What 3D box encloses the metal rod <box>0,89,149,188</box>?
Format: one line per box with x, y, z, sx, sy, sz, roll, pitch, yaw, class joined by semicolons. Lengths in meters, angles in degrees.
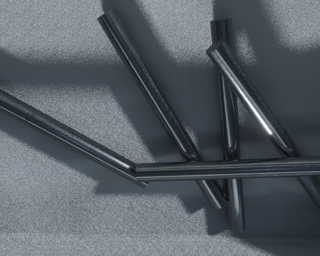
-0.145;-0.001;0.409;0.301;0.025;0.025;30;107;-11;metal rod

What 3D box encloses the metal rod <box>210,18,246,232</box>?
0.094;0.011;0.415;0.025;0.025;0.298;-8;110;3;metal rod

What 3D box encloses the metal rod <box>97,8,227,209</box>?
0.011;-0.012;0.406;0.025;0.025;0.299;-28;108;10;metal rod

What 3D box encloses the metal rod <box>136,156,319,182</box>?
0.120;0.052;0.396;0.302;0.025;0.025;-3;110;6;metal rod

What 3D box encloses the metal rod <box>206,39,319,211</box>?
0.154;0.013;0.401;0.025;0.025;0.300;-37;112;12;metal rod
